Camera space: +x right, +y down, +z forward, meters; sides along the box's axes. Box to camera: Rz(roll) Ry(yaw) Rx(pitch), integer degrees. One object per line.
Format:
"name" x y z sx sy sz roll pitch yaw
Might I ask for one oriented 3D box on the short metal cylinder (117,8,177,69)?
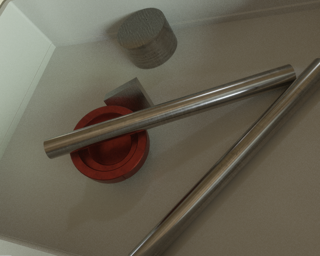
"short metal cylinder" -0.019 -0.139 0.484 0.080 0.050 0.080 -13 57 21

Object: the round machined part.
"round machined part" -0.061 0.024 0.399 0.099 0.042 0.098 -3 68 8

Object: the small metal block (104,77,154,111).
"small metal block" -0.041 -0.034 0.427 0.050 0.050 0.025 -28 25 11

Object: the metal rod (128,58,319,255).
"metal rod" 0.080 0.037 0.340 0.300 0.025 0.025 -45 51 -4

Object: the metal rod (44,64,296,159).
"metal rod" 0.010 -0.019 0.368 0.302 0.025 0.025 -17 54 2
